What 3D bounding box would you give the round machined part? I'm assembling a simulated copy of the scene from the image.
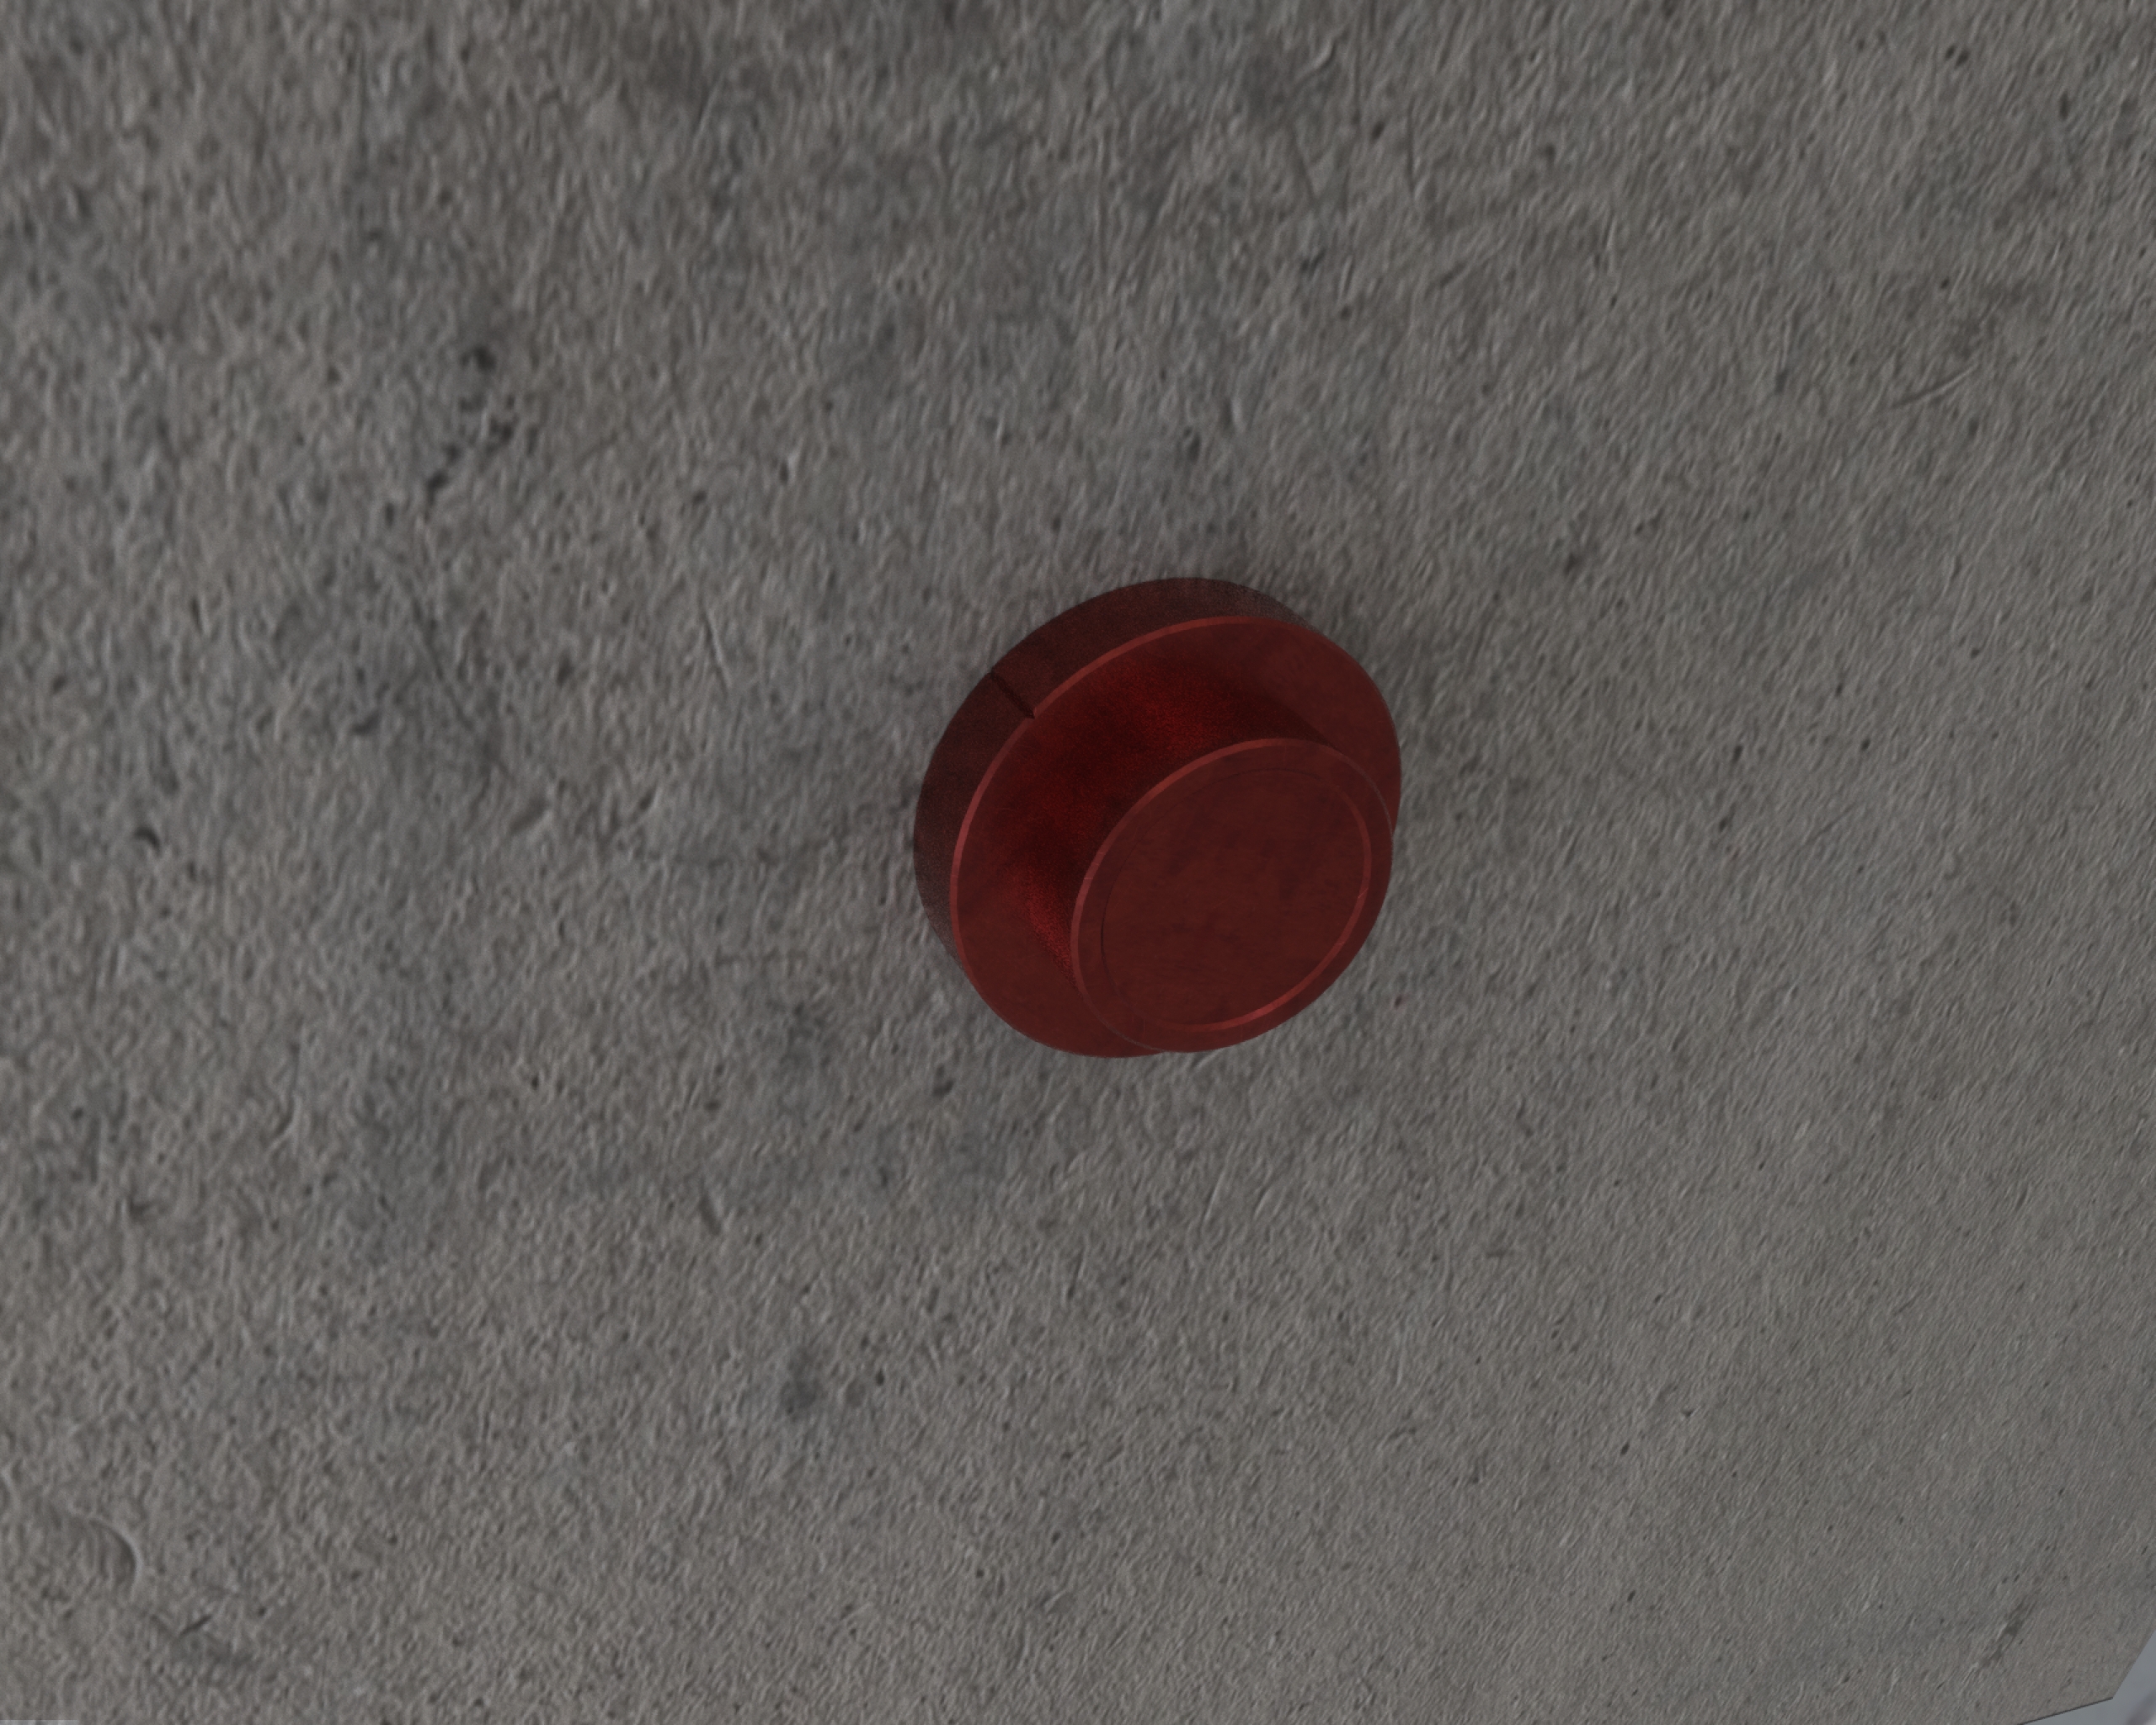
[{"bbox_3d":[0.021,-0.002,0.405,0.099,0.042,0.097,-14,124,-21],"label":"round machined part"}]
